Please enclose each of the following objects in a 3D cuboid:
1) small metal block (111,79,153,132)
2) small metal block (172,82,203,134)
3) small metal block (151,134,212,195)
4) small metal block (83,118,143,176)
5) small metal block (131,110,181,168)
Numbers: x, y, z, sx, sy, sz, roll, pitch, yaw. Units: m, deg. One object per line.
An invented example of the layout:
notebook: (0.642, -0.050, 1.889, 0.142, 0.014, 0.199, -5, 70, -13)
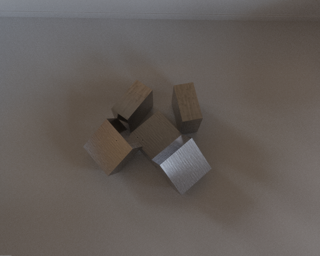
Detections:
small metal block: (-0.034, -0.027, 0.403, 0.025, 0.050, 0.050, 35, 74, 12)
small metal block: (0.034, -0.024, 0.403, 0.025, 0.050, 0.050, -10, 70, -5)
small metal block: (0.027, 0.044, 0.378, 0.050, 0.025, 0.050, -39, 112, -14)
small metal block: (-0.059, 0.023, 0.386, 0.050, 0.025, 0.050, 47, 109, 14)
small metal block: (-0.004, 0.014, 0.402, 0.050, 0.025, 0.050, -40, 75, -14)
